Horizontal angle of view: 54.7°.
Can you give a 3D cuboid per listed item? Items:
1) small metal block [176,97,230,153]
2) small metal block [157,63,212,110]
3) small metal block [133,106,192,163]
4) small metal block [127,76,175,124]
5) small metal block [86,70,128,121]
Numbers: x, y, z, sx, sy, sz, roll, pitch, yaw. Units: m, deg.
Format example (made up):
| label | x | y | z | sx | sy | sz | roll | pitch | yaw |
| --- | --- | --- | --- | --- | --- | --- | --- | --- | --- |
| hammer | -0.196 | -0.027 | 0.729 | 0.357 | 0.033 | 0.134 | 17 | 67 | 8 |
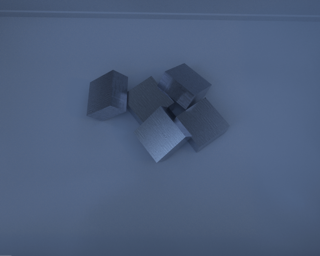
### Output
| label | x | y | z | sx | sy | sz | roll | pitch | yaw |
| --- | --- | --- | --- | --- | --- | --- | --- | --- | --- |
| small metal block | 0.055 | -0.004 | 0.410 | 0.050 | 0.025 | 0.050 | -34 | 74 | -12 |
| small metal block | 0.034 | -0.057 | 0.417 | 0.050 | 0.025 | 0.050 | 41 | 40 | 13 |
| small metal block | 0.003 | 0.008 | 0.393 | 0.050 | 0.025 | 0.050 | -44 | 73 | 18 |
| small metal block | -0.016 | -0.034 | 0.420 | 0.050 | 0.025 | 0.050 | -36 | 74 | -13 |
| small metal block | -0.069 | -0.042 | 0.408 | 0.050 | 0.025 | 0.050 | -17 | 63 | 40 |
